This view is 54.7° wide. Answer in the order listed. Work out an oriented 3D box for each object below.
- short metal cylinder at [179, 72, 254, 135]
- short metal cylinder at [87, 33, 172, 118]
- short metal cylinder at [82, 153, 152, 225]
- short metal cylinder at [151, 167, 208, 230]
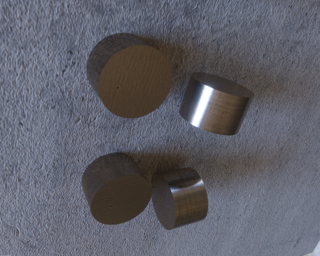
[{"bbox_3d":[0.070,-0.032,0.389,0.081,0.080,0.050,3,117,-30],"label":"short metal cylinder"},{"bbox_3d":[-0.034,-0.057,0.337,0.081,0.050,0.079,-14,124,-21],"label":"short metal cylinder"},{"bbox_3d":[-0.058,0.079,0.408,0.081,0.050,0.079,-14,124,-21],"label":"short metal cylinder"},{"bbox_3d":[0.026,0.100,0.447,0.050,0.080,0.079,-8,122,-24],"label":"short metal cylinder"}]
